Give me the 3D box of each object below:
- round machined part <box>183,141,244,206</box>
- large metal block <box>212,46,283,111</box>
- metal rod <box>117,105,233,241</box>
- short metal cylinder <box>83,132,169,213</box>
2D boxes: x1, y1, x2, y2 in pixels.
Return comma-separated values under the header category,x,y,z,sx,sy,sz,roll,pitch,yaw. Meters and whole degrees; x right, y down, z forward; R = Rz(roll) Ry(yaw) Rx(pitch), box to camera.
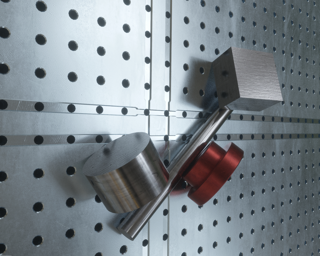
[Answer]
category,x,y,z,sx,sy,sz,roll,pitch,yaw
round machined part,0.068,0.057,0.432,0.042,0.098,0.098,39,61,6
large metal block,0.134,-0.073,0.480,0.081,0.050,0.080,2,73,-25
metal rod,0.047,0.031,0.448,0.301,0.025,0.025,-48,119,-29
short metal cylinder,-0.037,0.047,0.343,0.080,0.080,0.050,-40,115,-33
